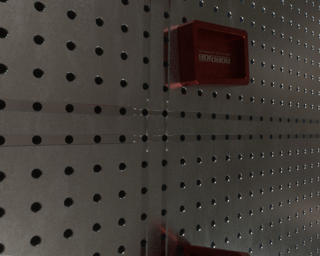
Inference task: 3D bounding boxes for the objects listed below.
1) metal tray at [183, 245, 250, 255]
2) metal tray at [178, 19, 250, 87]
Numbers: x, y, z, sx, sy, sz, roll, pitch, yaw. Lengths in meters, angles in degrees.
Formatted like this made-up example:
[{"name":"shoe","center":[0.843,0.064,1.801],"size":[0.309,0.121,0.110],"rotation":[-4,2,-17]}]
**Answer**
[{"name":"metal tray","center":[0.072,0.230,0.413],"size":[0.030,0.090,0.130],"rotation":[30,61,-48]},{"name":"metal tray","center":[0.088,-0.111,0.481],"size":[0.131,0.030,0.089],"rotation":[-6,94,-40]}]
